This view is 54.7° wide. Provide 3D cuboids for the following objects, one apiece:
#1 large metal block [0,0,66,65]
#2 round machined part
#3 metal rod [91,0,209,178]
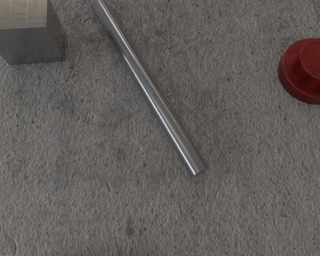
[{"bbox_3d":[-0.183,-0.132,0.426,0.081,0.080,0.050,-4,70,-2],"label":"large metal block"},{"bbox_3d":[0.221,-0.085,0.432,0.099,0.042,0.098,0,70,0],"label":"round machined part"},{"bbox_3d":[-0.022,-0.067,0.432,0.025,0.025,0.299,-28,72,-10],"label":"metal rod"}]
